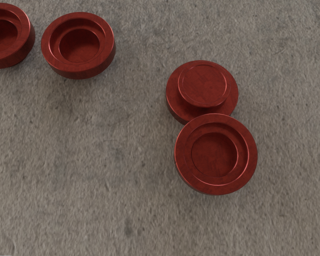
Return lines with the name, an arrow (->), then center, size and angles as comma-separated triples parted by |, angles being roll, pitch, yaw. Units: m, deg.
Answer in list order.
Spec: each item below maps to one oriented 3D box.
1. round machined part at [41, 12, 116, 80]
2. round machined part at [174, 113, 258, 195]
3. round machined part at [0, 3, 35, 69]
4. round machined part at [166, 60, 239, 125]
round machined part -> -0.112, -0.111, 0.438 | 0.099, 0.042, 0.098 | 0, 70, -1
round machined part -> 0.066, 0.034, 0.384 | 0.099, 0.042, 0.098 | 0, 75, -1
round machined part -> -0.228, -0.126, 0.442 | 0.099, 0.042, 0.098 | 0, 70, -1
round machined part -> 0.057, -0.050, 0.418 | 0.099, 0.042, 0.098 | 0, 70, -1
